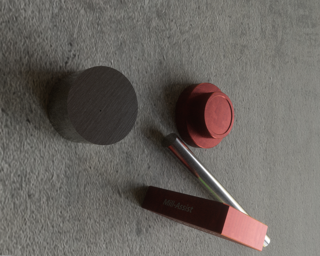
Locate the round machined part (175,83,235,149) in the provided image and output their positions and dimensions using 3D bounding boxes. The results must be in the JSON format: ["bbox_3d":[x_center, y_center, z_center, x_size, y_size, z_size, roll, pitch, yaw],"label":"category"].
[{"bbox_3d":[0.072,-0.018,0.457,0.099,0.042,0.097,0,90,-40],"label":"round machined part"}]

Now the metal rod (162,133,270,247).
[{"bbox_3d":[0.101,0.111,0.492,0.300,0.025,0.025,47,62,-30],"label":"metal rod"}]

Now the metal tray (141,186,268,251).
[{"bbox_3d":[0.051,0.109,0.381,0.090,0.130,0.030,33,70,-36],"label":"metal tray"}]

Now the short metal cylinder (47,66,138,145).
[{"bbox_3d":[-0.071,-0.023,0.330,0.081,0.050,0.079,0,90,-40],"label":"short metal cylinder"}]
